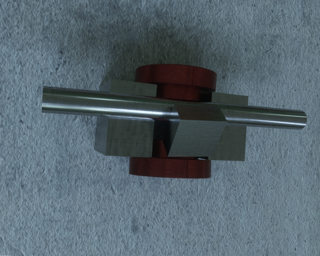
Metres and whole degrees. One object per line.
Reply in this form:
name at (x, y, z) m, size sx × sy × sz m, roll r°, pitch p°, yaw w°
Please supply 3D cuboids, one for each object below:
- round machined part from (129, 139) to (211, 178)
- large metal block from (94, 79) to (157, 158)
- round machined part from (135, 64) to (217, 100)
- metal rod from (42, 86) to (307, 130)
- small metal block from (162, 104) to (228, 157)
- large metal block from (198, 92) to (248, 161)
round machined part at (0.013, 0.037, 0.376) m, size 0.099 × 0.098 × 0.042 m, roll 5°, pitch 84°, yaw -20°
large metal block at (-0.043, -0.010, 0.365) m, size 0.050 × 0.080 × 0.080 m, roll 5°, pitch 89°, yaw -20°
round machined part at (0.018, -0.047, 0.378) m, size 0.099 × 0.098 × 0.042 m, roll 4°, pitch 90°, yaw -20°
metal rod at (0.033, -0.018, 0.337) m, size 0.302 × 0.025 × 0.025 m, roll 3°, pitch 89°, yaw -20°
small metal block at (0.035, 0.004, 0.324) m, size 0.050 × 0.025 × 0.050 m, roll 2°, pitch 130°, yaw -19°
large metal block at (0.068, -0.001, 0.406) m, size 0.050 × 0.080 × 0.080 m, roll 4°, pitch 89°, yaw -20°
